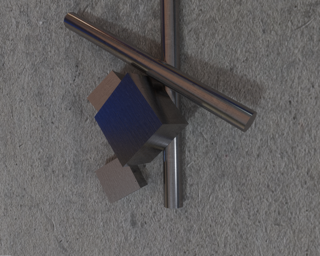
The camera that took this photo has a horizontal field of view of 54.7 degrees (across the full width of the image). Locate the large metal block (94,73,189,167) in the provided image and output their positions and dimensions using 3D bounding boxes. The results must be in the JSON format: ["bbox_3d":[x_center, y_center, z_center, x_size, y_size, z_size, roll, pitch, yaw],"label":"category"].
[{"bbox_3d":[-0.025,-0.010,0.386,0.080,0.050,0.080,-47,63,29],"label":"large metal block"}]

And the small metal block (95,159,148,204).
[{"bbox_3d":[-0.053,0.069,0.427,0.050,0.025,0.050,-31,80,17],"label":"small metal block"}]

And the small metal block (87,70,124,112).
[{"bbox_3d":[-0.061,-0.046,0.416,0.050,0.050,0.025,-44,75,14],"label":"small metal block"}]

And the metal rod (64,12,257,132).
[{"bbox_3d":[-0.017,-0.082,0.390,0.300,0.025,0.025,34,101,25],"label":"metal rod"}]

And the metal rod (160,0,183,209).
[{"bbox_3d":[0.015,-0.048,0.403,0.025,0.025,0.298,-1,90,19],"label":"metal rod"}]
